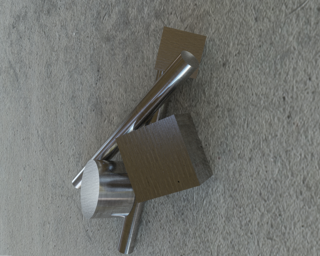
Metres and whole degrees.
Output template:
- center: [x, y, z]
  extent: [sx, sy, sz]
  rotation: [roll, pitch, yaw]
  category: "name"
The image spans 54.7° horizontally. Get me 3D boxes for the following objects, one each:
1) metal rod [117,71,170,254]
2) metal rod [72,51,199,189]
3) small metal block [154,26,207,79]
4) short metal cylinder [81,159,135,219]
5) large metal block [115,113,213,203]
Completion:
- center: [-0.016, 0.032, 0.419]
  extent: [0.025, 0.025, 0.298]
  rotation: [22, 104, 38]
  category: "metal rod"
- center: [-0.051, 0.008, 0.426]
  extent: [0.298, 0.025, 0.025]
  rotation: [-45, 63, 38]
  category: "metal rod"
- center: [0.024, -0.089, 0.371]
  extent: [0.050, 0.025, 0.050]
  rotation: [13, 100, -1]
  category: "small metal block"
- center: [-0.075, 0.085, 0.435]
  extent: [0.080, 0.050, 0.080]
  rotation: [-20, 66, 57]
  category: "short metal cylinder"
- center: [0.005, 0.034, 0.366]
  extent: [0.080, 0.050, 0.080]
  rotation: [-22, 85, 25]
  category: "large metal block"
